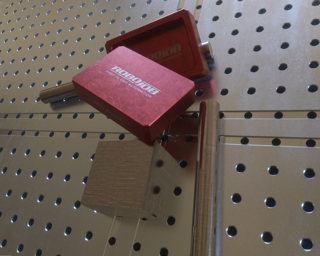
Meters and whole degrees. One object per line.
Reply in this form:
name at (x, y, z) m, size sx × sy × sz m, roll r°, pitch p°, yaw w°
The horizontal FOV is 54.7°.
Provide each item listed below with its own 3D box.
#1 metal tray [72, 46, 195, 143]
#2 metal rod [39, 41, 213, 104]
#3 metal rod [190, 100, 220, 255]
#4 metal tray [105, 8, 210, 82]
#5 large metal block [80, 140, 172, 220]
metal tray at (-0.033, -0.048, 0.388) m, size 0.130 × 0.030 × 0.090 m, roll 32°, pitch 59°, yaw 27°
metal rod at (-0.066, -0.082, 0.491) m, size 0.301 × 0.025 × 0.025 m, roll -11°, pitch 57°, yaw 21°
metal rod at (0.046, 0.102, 0.320) m, size 0.025 × 0.025 × 0.299 m, roll -7°, pitch 59°, yaw 24°
metal tray at (-0.006, -0.099, 0.436) m, size 0.130 × 0.030 × 0.090 m, roll -16°, pitch 87°, yaw 21°
large metal block at (-0.038, 0.062, 0.373) m, size 0.080 × 0.050 × 0.080 m, roll -3°, pitch 60°, yaw 26°
